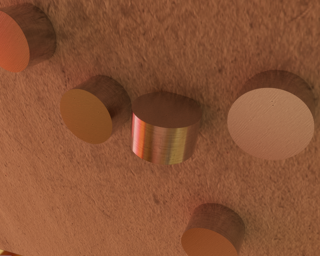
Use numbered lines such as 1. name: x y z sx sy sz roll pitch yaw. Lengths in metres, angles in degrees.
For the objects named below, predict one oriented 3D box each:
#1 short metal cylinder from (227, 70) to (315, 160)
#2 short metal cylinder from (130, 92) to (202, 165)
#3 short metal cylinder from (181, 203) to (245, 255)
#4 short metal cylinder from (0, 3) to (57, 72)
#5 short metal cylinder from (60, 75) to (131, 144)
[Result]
1. short metal cylinder: 0.116 -0.014 0.321 0.080 0.050 0.079 13 124 20
2. short metal cylinder: 0.006 -0.002 0.366 0.080 0.080 0.050 18 126 17
3. short metal cylinder: 0.077 0.156 0.445 0.080 0.050 0.079 13 124 20
4. short metal cylinder: -0.187 -0.120 0.412 0.080 0.050 0.079 13 124 20
5. short metal cylinder: -0.086 -0.025 0.418 0.080 0.050 0.079 13 124 20
